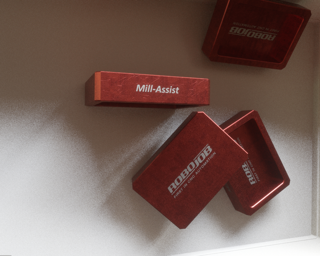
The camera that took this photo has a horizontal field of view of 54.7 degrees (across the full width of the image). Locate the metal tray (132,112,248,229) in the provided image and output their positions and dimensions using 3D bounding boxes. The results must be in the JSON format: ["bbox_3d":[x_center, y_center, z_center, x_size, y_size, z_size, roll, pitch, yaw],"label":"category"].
[{"bbox_3d":[0.038,0.053,0.403,0.090,0.030,0.130,42,88,-8],"label":"metal tray"}]

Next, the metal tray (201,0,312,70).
[{"bbox_3d":[0.133,-0.134,0.433,0.131,0.030,0.089,2,126,-21],"label":"metal tray"}]

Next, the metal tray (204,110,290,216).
[{"bbox_3d":[0.127,0.050,0.456,0.091,0.030,0.130,-32,101,-18],"label":"metal tray"}]

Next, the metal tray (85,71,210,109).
[{"bbox_3d":[-0.018,-0.042,0.370,0.131,0.090,0.030,0,90,-20],"label":"metal tray"}]
